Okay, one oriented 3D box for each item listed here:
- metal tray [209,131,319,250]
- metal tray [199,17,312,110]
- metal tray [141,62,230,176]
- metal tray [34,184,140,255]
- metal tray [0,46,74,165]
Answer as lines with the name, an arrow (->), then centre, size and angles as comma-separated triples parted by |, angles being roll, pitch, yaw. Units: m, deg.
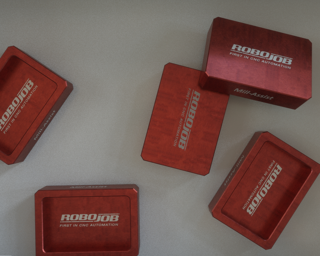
metal tray -> 0.136, 0.080, 0.409 | 0.090, 0.030, 0.130 | 32, 90, 0
metal tray -> 0.122, -0.082, 0.390 | 0.131, 0.030, 0.090 | 13, 68, -3
metal tray -> 0.034, -0.011, 0.409 | 0.090, 0.030, 0.129 | 15, 90, 0
metal tray -> -0.093, 0.122, 0.408 | 0.131, 0.030, 0.089 | -1, 90, 0
metal tray -> -0.189, -0.029, 0.407 | 0.090, 0.030, 0.130 | 34, 90, 0
